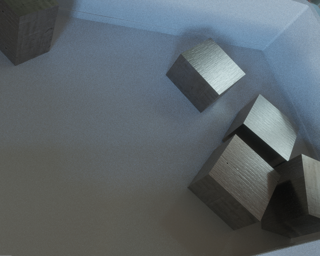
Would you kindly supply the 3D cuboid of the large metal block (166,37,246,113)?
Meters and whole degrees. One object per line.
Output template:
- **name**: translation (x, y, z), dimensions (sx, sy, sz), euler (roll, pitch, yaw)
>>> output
- **large metal block**: translation (0.071, -0.083, 0.478), dimensions (0.080, 0.050, 0.080), euler (48, 51, 6)

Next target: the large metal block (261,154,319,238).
- **large metal block**: translation (0.181, 0.093, 0.411), dimensions (0.050, 0.080, 0.080), euler (22, 54, -15)

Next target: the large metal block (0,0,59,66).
- **large metal block**: translation (-0.171, -0.134, 0.360), dimensions (0.080, 0.080, 0.050), euler (46, 51, 3)

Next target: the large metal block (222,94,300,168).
- **large metal block**: translation (0.152, 0.009, 0.463), dimensions (0.080, 0.050, 0.080), euler (41, 49, 0)

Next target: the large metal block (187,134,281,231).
- **large metal block**: translation (0.096, 0.069, 0.399), dimensions (0.080, 0.050, 0.080), euler (43, 51, 1)
